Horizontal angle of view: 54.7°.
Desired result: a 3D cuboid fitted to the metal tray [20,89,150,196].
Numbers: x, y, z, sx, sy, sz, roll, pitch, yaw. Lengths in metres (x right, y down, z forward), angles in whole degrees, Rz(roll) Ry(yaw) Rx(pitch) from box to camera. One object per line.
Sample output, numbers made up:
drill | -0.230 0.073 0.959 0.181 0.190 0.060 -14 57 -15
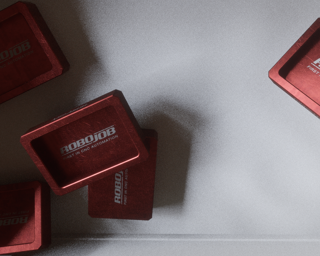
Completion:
metal tray | -0.089 0.020 0.382 0.130 0.030 0.090 -23 109 8

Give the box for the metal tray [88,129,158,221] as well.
metal tray | -0.052 0.065 0.432 0.091 0.030 0.129 4 110 -2

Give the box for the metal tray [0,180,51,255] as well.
metal tray | -0.220 0.126 0.426 0.131 0.030 0.090 -8 73 2

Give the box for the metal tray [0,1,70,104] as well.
metal tray | -0.190 -0.083 0.375 0.130 0.030 0.090 -24 109 8

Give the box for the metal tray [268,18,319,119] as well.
metal tray | 0.203 -0.053 0.348 0.090 0.030 0.130 -50 60 15
